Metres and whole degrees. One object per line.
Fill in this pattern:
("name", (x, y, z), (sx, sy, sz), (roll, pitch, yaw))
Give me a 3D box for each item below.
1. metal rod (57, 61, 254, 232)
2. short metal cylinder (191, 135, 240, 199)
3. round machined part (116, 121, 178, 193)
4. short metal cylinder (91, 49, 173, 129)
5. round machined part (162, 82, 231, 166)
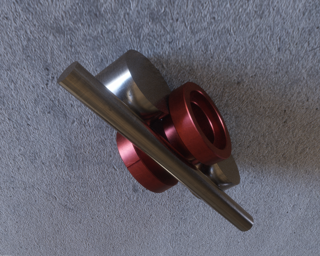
("metal rod", (0.017, 0.039, 0.338), (0.025, 0.025, 0.300), (-33, 124, 24))
("short metal cylinder", (0.064, 0.049, 0.415), (0.050, 0.080, 0.080), (-32, 124, 24))
("round machined part", (-0.005, 0.027, 0.382), (0.042, 0.098, 0.098), (-34, 123, 20))
("short metal cylinder", (-0.028, -0.038, 0.339), (0.050, 0.080, 0.080), (-32, 124, 24))
("round machined part", (0.040, -0.001, 0.361), (0.042, 0.098, 0.098), (-29, 125, 28))
